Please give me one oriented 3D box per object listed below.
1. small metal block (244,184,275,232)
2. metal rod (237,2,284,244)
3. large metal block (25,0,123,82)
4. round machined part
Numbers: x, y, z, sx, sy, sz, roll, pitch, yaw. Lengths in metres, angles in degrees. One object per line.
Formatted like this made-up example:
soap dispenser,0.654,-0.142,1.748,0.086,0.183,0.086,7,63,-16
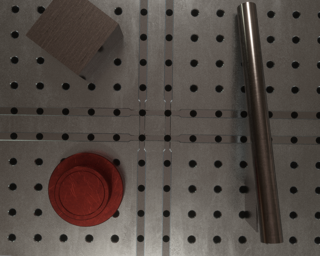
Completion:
small metal block,0.130,0.102,0.403,0.025,0.050,0.050,-1,90,0
metal rod,0.122,-0.016,0.384,0.025,0.025,0.299,-2,78,-1
large metal block,-0.106,-0.119,0.399,0.080,0.050,0.080,38,90,-1
round machined part,-0.097,0.081,0.404,0.099,0.042,0.097,0,90,-1
